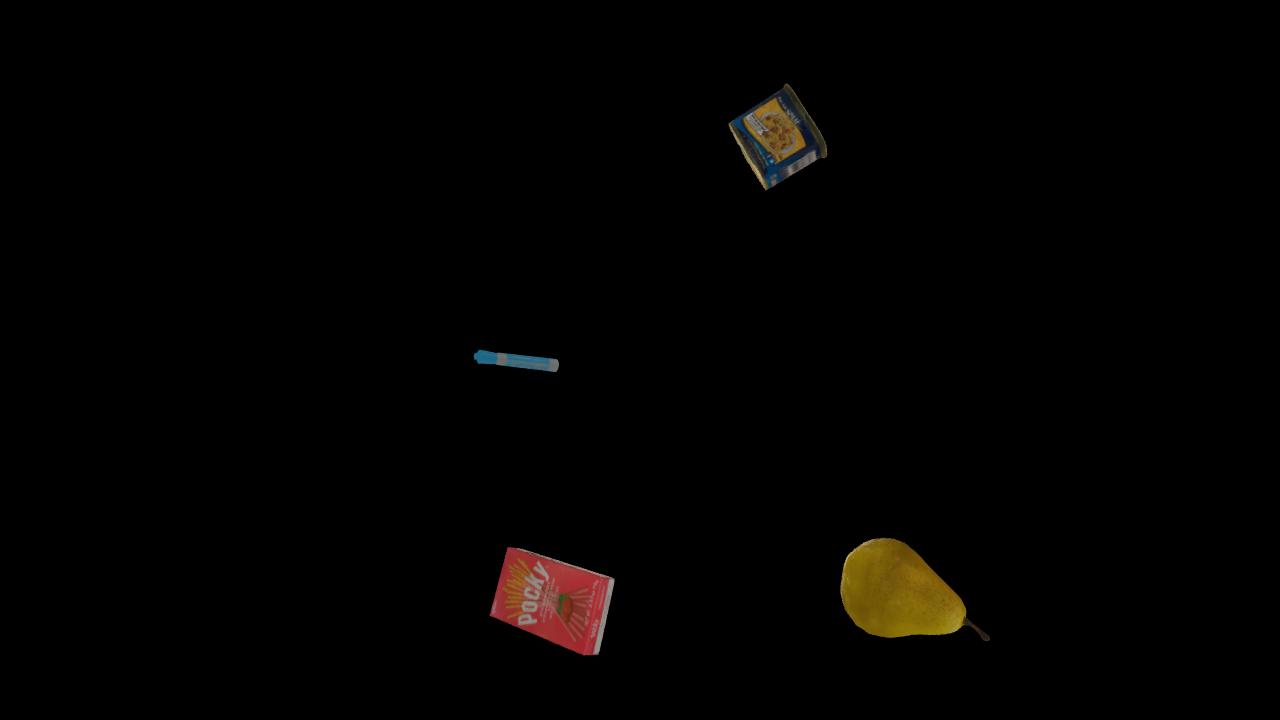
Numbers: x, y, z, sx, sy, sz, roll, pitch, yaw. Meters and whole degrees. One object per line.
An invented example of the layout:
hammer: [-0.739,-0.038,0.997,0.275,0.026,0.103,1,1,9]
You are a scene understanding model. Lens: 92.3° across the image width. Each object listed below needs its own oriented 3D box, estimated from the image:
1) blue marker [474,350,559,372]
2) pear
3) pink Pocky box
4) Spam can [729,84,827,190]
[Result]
blue marker: [-0.168,0.001,0.843,0.121,0.020,0.020,7,-4,-36]
pear: [0.224,0.191,0.503,0.111,0.080,0.080,0,0,41]
pink Pocky box: [-0.105,0.277,0.718,0.155,0.084,0.029,4,-16,35]
Spam can: [0.172,-0.278,0.775,0.085,0.101,0.058,-30,-18,13]
